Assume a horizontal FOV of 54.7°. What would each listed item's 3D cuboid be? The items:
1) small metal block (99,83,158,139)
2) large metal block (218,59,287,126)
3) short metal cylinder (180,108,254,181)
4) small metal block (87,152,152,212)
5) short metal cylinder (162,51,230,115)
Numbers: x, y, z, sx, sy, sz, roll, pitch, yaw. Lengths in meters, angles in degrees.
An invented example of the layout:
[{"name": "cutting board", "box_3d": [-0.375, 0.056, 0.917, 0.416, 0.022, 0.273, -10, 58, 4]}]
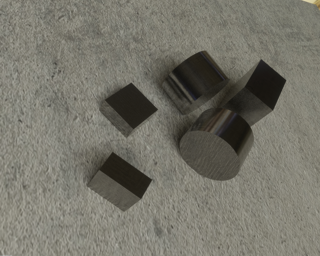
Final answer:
[{"name": "small metal block", "box_3d": [-0.040, -0.023, 0.398, 0.050, 0.025, 0.050, 46, 51, 3]}, {"name": "large metal block", "box_3d": [0.135, -0.045, 0.471, 0.050, 0.080, 0.080, 40, 51, -2]}, {"name": "short metal cylinder", "box_3d": [0.073, 0.021, 0.397, 0.080, 0.080, 0.050, 42, 51, 0]}, {"name": "small metal block", "box_3d": [-0.044, 0.059, 0.329, 0.050, 0.050, 0.025, 36, 51, -5]}, {"name": "short metal cylinder", "box_3d": [0.050, -0.062, 0.436, 0.081, 0.080, 0.050, -30, 79, -38]}]
